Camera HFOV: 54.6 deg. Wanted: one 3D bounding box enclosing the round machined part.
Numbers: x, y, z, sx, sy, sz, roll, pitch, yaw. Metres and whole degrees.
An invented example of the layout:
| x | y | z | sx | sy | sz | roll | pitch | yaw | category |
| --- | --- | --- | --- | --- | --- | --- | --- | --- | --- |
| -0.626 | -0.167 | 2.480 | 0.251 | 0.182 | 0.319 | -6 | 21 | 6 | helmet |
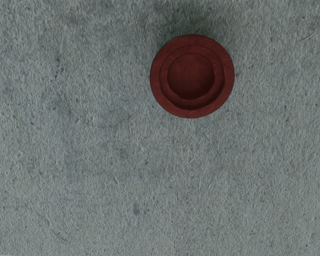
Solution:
| x | y | z | sx | sy | sz | roll | pitch | yaw | category |
| --- | --- | --- | --- | --- | --- | --- | --- | --- | --- |
| 0.037 | -0.064 | 0.377 | 0.099 | 0.042 | 0.097 | 0 | 110 | 0 | round machined part |
